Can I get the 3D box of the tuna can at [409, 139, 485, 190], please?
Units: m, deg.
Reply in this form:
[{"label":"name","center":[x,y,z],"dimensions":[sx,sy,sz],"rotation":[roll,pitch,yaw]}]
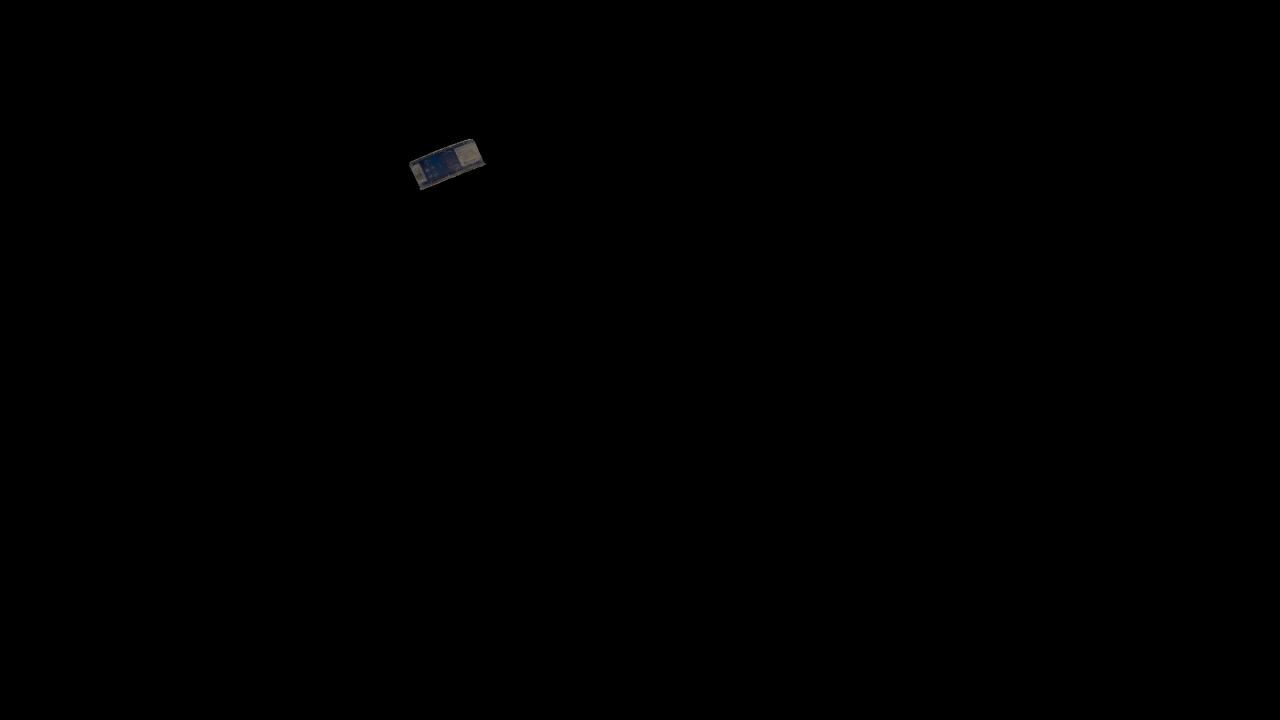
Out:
[{"label":"tuna can","center":[-0.232,-0.235,0.739],"dimensions":[0.084,0.034,0.084],"rotation":[-19,21,8]}]
